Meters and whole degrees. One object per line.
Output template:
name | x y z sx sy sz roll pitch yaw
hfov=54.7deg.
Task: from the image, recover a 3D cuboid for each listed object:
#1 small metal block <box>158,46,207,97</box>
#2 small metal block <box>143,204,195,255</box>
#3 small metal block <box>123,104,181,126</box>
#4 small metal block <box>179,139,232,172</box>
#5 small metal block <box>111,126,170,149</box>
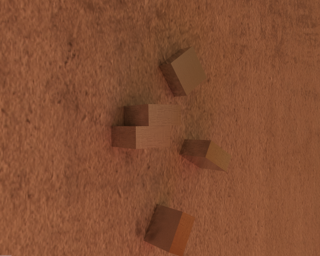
small metal block | 0.033 -0.079 0.434 0.050 0.025 0.050 -44 117 -31
small metal block | 0.012 0.131 0.401 0.025 0.050 0.050 34 69 -35
small metal block | -0.010 -0.015 0.382 0.050 0.050 0.025 -2 91 -40
small metal block | 0.065 0.039 0.446 0.050 0.050 0.025 34 69 -35
small metal block | -0.023 0.010 0.371 0.050 0.050 0.025 -1 91 -40
